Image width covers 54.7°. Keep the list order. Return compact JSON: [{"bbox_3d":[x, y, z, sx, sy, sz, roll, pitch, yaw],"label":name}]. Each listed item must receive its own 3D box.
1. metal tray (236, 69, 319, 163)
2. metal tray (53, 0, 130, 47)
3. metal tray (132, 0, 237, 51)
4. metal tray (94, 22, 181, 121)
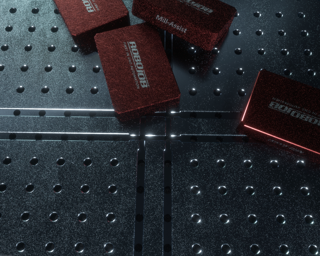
[{"bbox_3d":[0.181,-0.015,0.417,0.131,0.030,0.090,22,71,7],"label":"metal tray"},{"bbox_3d":[-0.114,-0.198,0.480,0.091,0.030,0.130,-26,72,-10],"label":"metal tray"},{"bbox_3d":[0.036,-0.172,0.455,0.130,0.030,0.090,29,50,9],"label":"metal tray"},{"bbox_3d":[-0.033,-0.083,0.439,0.091,0.030,0.130,-16,71,-6],"label":"metal tray"}]
